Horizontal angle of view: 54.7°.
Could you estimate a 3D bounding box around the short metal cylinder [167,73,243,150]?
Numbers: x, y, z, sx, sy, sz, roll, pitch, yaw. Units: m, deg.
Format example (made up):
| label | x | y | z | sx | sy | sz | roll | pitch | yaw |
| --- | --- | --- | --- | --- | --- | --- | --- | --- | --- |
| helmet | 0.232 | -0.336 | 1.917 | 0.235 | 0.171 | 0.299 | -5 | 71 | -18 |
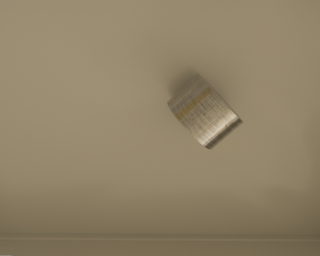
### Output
| label | x | y | z | sx | sy | sz | roll | pitch | yaw |
| --- | --- | --- | --- | --- | --- | --- | --- | --- | --- |
| short metal cylinder | 0.055 | -0.020 | 0.375 | 0.050 | 0.080 | 0.080 | -43 | 105 | 14 |
